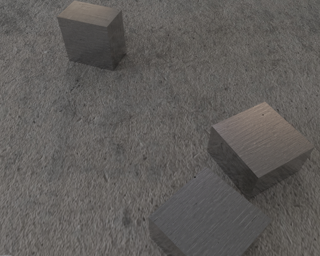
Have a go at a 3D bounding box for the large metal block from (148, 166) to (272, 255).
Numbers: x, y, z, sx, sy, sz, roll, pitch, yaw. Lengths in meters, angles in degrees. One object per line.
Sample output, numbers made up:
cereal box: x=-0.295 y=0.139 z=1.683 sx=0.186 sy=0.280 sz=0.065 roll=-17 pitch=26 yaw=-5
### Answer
large metal block: x=0.046 y=0.099 z=0.304 sx=0.080 sy=0.050 sz=0.080 roll=-36 pitch=59 yaw=-26

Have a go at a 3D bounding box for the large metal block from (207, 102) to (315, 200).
large metal block: x=0.115 y=0.025 z=0.367 sx=0.081 sy=0.050 sz=0.080 roll=-24 pitch=54 yaw=-19

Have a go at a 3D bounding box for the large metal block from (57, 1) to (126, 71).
large metal block: x=-0.104 y=-0.144 z=0.488 sx=0.080 sy=0.080 sz=0.050 roll=15 pitch=52 yaw=12
